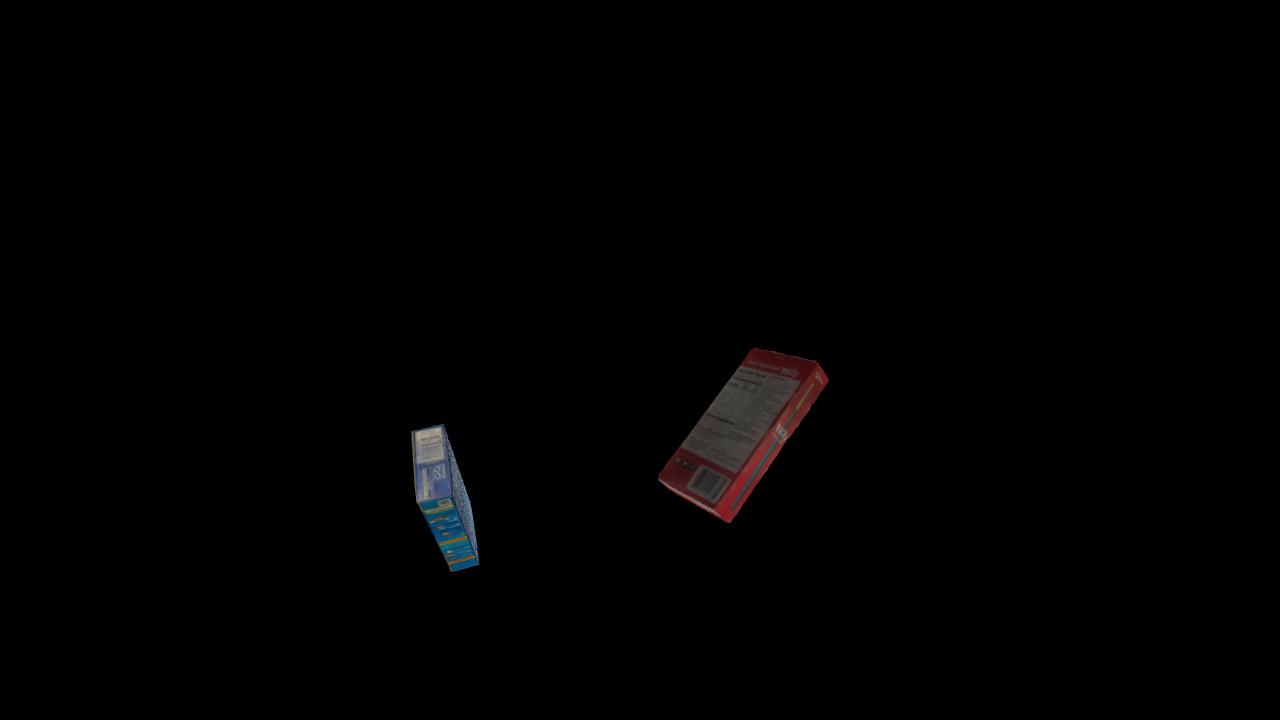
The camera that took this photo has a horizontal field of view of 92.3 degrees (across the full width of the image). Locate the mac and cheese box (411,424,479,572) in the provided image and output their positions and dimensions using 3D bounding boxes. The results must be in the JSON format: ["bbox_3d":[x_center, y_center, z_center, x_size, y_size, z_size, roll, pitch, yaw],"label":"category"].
[{"bbox_3d":[-0.222,0.163,0.708,0.041,0.093,0.184,-12,-38,-14],"label":"mac and cheese box"}]

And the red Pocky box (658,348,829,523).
[{"bbox_3d":[0.089,0.060,0.535,0.028,0.155,0.083,47,-16,-30],"label":"red Pocky box"}]
